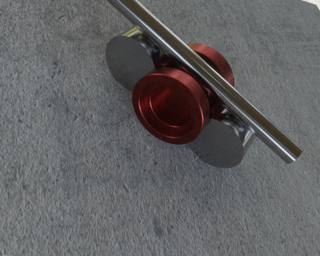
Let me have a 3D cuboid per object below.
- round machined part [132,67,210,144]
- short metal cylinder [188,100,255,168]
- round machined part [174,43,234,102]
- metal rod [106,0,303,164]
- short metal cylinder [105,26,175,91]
[{"bbox_3d":[0.017,-0.031,0.387,0.098,0.097,0.042,43,47,1],"label":"round machined part"},{"bbox_3d":[0.082,0.007,0.412,0.080,0.080,0.050,43,51,1],"label":"short metal cylinder"},{"bbox_3d":[0.047,-0.062,0.424,0.098,0.098,0.042,43,55,1],"label":"round machined part"},{"bbox_3d":[0.050,-0.067,0.373,0.300,0.025,0.025,42,51,0],"label":"metal rod"},{"bbox_3d":[-0.025,-0.094,0.415,0.080,0.080,0.050,43,51,1],"label":"short metal cylinder"}]
